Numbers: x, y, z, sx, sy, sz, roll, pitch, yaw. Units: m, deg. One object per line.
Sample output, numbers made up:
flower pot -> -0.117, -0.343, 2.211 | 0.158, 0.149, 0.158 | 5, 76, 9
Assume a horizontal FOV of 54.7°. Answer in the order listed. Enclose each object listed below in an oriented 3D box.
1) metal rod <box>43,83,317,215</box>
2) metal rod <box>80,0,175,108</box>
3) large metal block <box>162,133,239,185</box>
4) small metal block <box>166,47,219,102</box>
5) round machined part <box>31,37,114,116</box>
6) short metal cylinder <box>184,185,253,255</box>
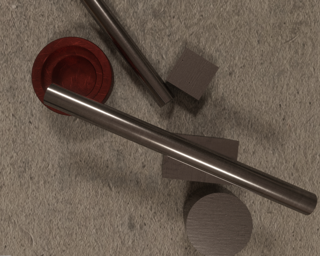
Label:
metal rod -> 0.022, 0.023, 0.330 | 0.301, 0.025, 0.025 | 23, 90, -1
metal rod -> -0.079, -0.154, 0.408 | 0.025, 0.025, 0.299 | -37, 90, 0
large metal block -> 0.045, 0.034, 0.383 | 0.081, 0.080, 0.050 | 6, 90, -1
small metal block -> 0.042, -0.070, 0.411 | 0.050, 0.025, 0.050 | 32, 90, -1
round machined part -> -0.108, -0.064, 0.400 | 0.099, 0.042, 0.097 | 0, 90, -1
short metal cylinder -> 0.072, 0.118, 0.399 | 0.081, 0.050, 0.079 | 0, 90, -1
